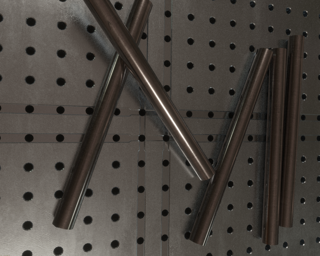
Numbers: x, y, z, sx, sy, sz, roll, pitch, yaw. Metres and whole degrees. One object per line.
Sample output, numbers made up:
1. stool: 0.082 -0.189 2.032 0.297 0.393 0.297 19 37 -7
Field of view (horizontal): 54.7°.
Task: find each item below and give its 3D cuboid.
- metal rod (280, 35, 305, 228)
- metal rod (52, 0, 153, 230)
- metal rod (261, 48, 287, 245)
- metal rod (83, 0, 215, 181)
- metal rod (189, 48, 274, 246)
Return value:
1. metal rod: 0.207 0.004 0.490 0.025 0.025 0.298 5 88 -20
2. metal rod: -0.069 -0.024 0.387 0.025 0.025 0.299 21 83 -19
3. metal rod: 0.177 0.027 0.479 0.025 0.025 0.298 3 89 -20
4. metal rod: -0.011 -0.052 0.388 0.025 0.025 0.299 -39 111 -16
5. metal rod: 0.106 0.022 0.453 0.025 0.025 0.299 24 82 -19
